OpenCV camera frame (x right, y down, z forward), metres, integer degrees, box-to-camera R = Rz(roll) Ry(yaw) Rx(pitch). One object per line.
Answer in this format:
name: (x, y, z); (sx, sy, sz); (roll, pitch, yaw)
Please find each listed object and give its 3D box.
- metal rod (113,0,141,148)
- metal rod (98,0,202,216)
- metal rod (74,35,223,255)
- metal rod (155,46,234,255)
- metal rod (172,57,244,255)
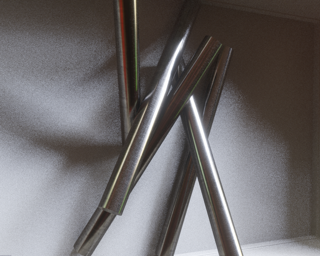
metal rod: (-0.034, -0.096, 0.323); (0.025, 0.025, 0.298); (-12, 124, -20)
metal rod: (-0.002, -0.046, 0.368); (0.025, 0.025, 0.300); (29, 65, -18)
metal rod: (-0.014, 0.022, 0.376); (0.025, 0.025, 0.299); (32, 91, -18)
metal rod: (0.050, 0.028, 0.430); (0.025, 0.025, 0.299); (20, 83, -19)
metal rod: (0.054, 0.044, 0.369); (0.025, 0.025, 0.299); (-6, 68, -20)
